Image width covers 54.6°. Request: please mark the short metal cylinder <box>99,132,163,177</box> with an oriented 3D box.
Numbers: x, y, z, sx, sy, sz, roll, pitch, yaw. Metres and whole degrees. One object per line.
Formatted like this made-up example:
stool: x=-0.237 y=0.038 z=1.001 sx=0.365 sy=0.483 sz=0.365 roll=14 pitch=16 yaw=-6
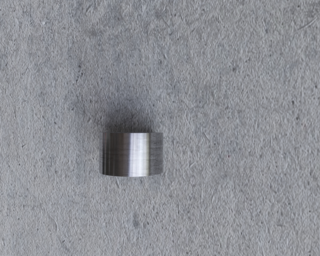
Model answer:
short metal cylinder: x=-0.036 y=0.030 z=0.393 sx=0.080 sy=0.080 sz=0.050 roll=1 pitch=90 yaw=20
